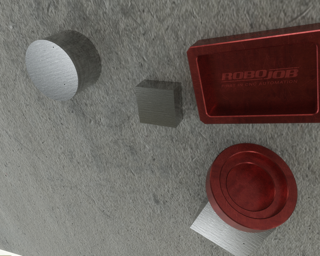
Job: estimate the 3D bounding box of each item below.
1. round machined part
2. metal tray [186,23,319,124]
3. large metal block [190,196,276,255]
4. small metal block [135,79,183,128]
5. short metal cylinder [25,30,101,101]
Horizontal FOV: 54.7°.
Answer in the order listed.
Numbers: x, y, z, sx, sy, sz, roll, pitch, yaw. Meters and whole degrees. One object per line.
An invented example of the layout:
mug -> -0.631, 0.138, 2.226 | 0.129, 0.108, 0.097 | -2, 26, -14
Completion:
round machined part -> 0.100, 0.070, 0.356 | 0.098, 0.098, 0.042 | 30, 153, 8
metal tray -> 0.100, -0.051, 0.318 | 0.130, 0.030, 0.089 | 0, 119, 28
large metal block -> 0.098, 0.114, 0.409 | 0.080, 0.050, 0.079 | 30, 128, 8
small metal block -> 0.000, -0.031, 0.387 | 0.050, 0.025, 0.050 | 8, 122, 23
short metal cylinder -> -0.125, -0.082, 0.404 | 0.080, 0.050, 0.079 | 13, 124, 20
